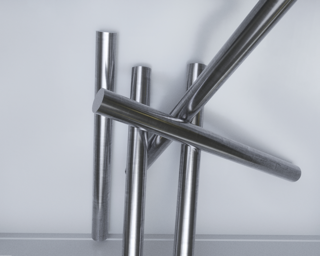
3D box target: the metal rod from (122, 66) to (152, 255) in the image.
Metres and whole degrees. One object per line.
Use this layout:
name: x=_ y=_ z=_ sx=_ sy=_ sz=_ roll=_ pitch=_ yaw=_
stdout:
metal rod: x=-0.029 y=0.075 z=0.373 sx=0.025 sy=0.025 sz=0.298 roll=3 pitch=85 yaw=-1

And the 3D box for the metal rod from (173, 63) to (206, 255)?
metal rod: x=0.034 y=0.071 z=0.374 sx=0.025 sy=0.025 sz=0.298 roll=5 pitch=86 yaw=-2

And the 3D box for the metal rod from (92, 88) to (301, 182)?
metal rod: x=0.065 y=0.019 z=0.364 sx=0.302 sy=0.025 sz=0.025 roll=20 pitch=110 yaw=-30

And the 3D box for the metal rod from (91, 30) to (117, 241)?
metal rod: x=-0.077 y=0.025 z=0.419 sx=0.025 sy=0.025 sz=0.298 roll=5 pitch=110 yaw=-2

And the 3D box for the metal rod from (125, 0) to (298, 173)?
metal rod: x=0.036 y=-0.028 z=0.343 sx=0.025 sy=0.025 sz=0.298 roll=30 pitch=129 yaw=-11
